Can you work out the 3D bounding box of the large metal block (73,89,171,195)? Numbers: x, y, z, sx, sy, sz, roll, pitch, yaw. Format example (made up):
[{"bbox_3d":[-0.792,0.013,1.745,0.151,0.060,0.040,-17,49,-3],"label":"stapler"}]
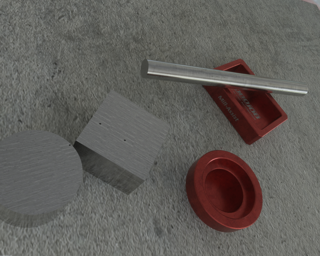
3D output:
[{"bbox_3d":[-0.046,0.017,0.354,0.080,0.050,0.080,32,51,-8],"label":"large metal block"}]

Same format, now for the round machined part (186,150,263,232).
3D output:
[{"bbox_3d":[0.075,0.080,0.386,0.099,0.042,0.098,14,56,-21],"label":"round machined part"}]

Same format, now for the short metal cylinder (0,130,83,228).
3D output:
[{"bbox_3d":[-0.120,0.049,0.294,0.081,0.050,0.080,14,56,-21],"label":"short metal cylinder"}]

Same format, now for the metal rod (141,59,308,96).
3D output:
[{"bbox_3d":[0.114,-0.072,0.472,0.303,0.025,0.025,2,61,-27],"label":"metal rod"}]

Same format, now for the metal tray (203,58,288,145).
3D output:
[{"bbox_3d":[0.138,-0.046,0.505,0.091,0.030,0.130,-26,76,-37],"label":"metal tray"}]
